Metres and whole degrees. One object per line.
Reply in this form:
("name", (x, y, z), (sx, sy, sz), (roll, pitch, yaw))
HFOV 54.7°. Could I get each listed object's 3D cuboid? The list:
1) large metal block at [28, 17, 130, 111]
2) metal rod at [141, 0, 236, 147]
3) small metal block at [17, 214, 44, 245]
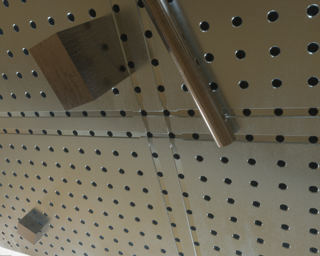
("large metal block", (-0.093, -0.078, 0.376), (0.050, 0.080, 0.080), (-15, 111, 34))
("metal rod", (0.010, -0.109, 0.338), (0.025, 0.025, 0.299), (-19, 109, 35))
("small metal block", (-0.299, 0.235, 0.715), (0.050, 0.025, 0.050), (31, 128, 8))
